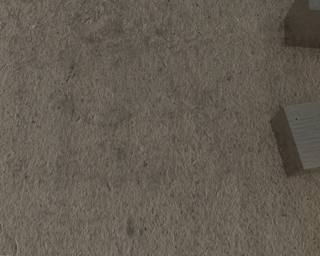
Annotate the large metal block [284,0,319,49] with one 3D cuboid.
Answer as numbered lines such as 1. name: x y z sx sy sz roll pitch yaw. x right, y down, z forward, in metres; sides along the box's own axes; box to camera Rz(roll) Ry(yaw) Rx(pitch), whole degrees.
1. large metal block: 0.232 -0.157 0.438 0.080 0.080 0.050 5 70 2

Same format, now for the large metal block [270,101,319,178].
1. large metal block: 0.197 0.012 0.391 0.081 0.050 0.080 -9 70 -3
